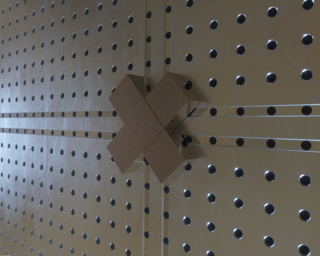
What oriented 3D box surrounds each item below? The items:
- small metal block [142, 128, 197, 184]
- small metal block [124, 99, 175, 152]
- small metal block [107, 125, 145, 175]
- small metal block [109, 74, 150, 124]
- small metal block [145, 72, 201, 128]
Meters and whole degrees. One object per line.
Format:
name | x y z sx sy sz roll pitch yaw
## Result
small metal block | 0.011 0.035 0.398 0.050 0.025 0.050 -48 62 29
small metal block | -0.015 -0.003 0.418 0.050 0.025 0.050 -48 62 29
small metal block | -0.043 0.030 0.443 0.050 0.025 0.050 -48 62 29
small metal block | -0.040 -0.040 0.440 0.050 0.025 0.050 -48 62 29
small metal block | 0.015 -0.035 0.394 0.050 0.025 0.050 -48 62 29
